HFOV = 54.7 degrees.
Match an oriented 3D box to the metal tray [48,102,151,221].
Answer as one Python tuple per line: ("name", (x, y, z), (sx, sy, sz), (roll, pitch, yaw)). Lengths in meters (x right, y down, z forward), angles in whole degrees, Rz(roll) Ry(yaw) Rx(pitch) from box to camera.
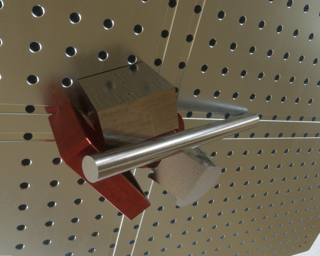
("metal tray", (-0.068, 0.040, 0.357), (0.030, 0.090, 0.130), (-38, 130, -3))

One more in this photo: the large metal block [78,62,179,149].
("large metal block", (-0.035, -0.027, 0.339), (0.081, 0.080, 0.050), (-20, 126, -17))

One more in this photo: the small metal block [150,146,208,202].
("small metal block", (0.024, 0.054, 0.387), (0.050, 0.050, 0.025), (-58, 170, 11))

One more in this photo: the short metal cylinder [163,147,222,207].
("short metal cylinder", (0.041, 0.067, 0.445), (0.081, 0.050, 0.080), (-29, 147, -21))

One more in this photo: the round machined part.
("round machined part", (-0.010, 0.014, 0.408), (0.099, 0.042, 0.097), (-14, 125, -21))

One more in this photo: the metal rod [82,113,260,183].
("metal rod", (0.042, 0.012, 0.382), (0.302, 0.025, 0.025), (-13, 127, -45))
